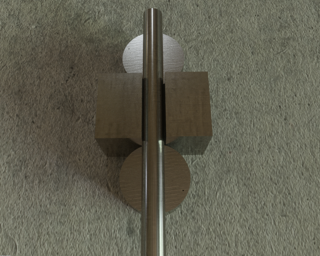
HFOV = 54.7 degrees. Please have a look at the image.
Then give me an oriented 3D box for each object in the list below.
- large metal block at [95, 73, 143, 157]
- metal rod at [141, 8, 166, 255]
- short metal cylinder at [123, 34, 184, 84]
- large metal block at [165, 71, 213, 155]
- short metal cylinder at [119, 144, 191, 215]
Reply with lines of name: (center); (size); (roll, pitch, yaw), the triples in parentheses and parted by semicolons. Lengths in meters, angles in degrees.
large metal block: (-0.046, -0.013, 0.384); (0.050, 0.080, 0.080); (-1, 70, 0)
metal rod: (-0.008, -0.010, 0.359); (0.025, 0.025, 0.299); (-1, 70, 0)
short metal cylinder: (-0.008, -0.082, 0.426); (0.081, 0.050, 0.080); (0, 69, 0)
large metal block: (0.031, -0.015, 0.386); (0.050, 0.080, 0.080); (-1, 70, 0)
short metal cylinder: (-0.006, 0.065, 0.373); (0.081, 0.050, 0.080); (0, 69, 0)
